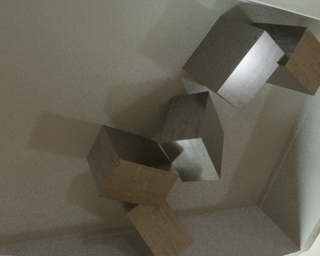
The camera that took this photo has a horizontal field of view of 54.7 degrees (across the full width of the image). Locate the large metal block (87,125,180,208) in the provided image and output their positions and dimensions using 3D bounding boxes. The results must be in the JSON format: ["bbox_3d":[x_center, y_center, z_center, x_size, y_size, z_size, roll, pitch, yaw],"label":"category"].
[{"bbox_3d":[-0.036,0.046,0.379,0.081,0.080,0.050,19,108,-31],"label":"large metal block"}]

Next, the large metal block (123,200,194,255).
[{"bbox_3d":[-0.006,0.132,0.429,0.050,0.080,0.080,-34,89,-13],"label":"large metal block"}]

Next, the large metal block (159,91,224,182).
[{"bbox_3d":[0.045,0.012,0.398,0.050,0.080,0.080,-8,133,24],"label":"large metal block"}]

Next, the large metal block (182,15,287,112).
[{"bbox_3d":[0.086,-0.079,0.373,0.050,0.080,0.080,30,102,-38],"label":"large metal block"}]

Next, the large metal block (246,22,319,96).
[{"bbox_3d":[0.160,-0.090,0.402,0.080,0.080,0.050,26,94,-38],"label":"large metal block"}]
